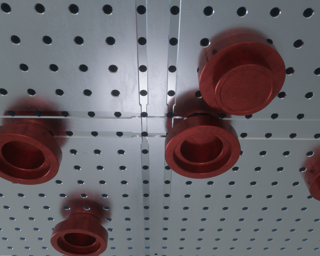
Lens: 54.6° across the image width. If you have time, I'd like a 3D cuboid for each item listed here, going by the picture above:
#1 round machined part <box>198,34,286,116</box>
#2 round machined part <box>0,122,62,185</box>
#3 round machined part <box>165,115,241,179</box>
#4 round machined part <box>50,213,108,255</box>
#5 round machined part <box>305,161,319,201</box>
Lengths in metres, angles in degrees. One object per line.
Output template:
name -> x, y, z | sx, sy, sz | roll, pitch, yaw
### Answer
round machined part -> 0.094, -0.053, 0.356 | 0.099, 0.042, 0.097 | 0, 130, 0
round machined part -> -0.184, 0.031, 0.425 | 0.099, 0.042, 0.097 | 0, 130, 0
round machined part -> 0.055, 0.021, 0.419 | 0.099, 0.042, 0.097 | 0, 130, 0
round machined part -> -0.143, 0.192, 0.562 | 0.099, 0.042, 0.097 | 0, 130, 0
round machined part -> 0.281, 0.086, 0.476 | 0.099, 0.042, 0.097 | 0, 130, 0
